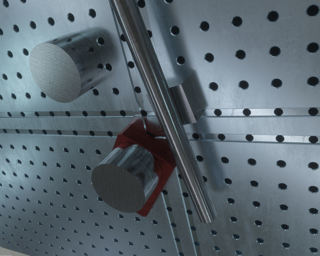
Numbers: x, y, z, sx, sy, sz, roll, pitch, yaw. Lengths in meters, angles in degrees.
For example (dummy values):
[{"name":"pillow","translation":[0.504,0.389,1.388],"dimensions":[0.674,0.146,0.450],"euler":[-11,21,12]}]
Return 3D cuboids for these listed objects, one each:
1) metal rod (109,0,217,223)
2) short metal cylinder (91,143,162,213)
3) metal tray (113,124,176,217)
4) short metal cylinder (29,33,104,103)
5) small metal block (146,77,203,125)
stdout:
[{"name":"metal rod","translation":[0.012,-0.009,0.366],"dimensions":[0.025,0.025,0.299],"euler":[-9,115,32]},{"name":"short metal cylinder","translation":[-0.045,0.067,0.421],"dimensions":[0.080,0.050,0.079],"euler":[13,124,21]},{"name":"metal tray","translation":[-0.034,0.068,0.468],"dimensions":[0.090,0.030,0.129],"euler":[31,128,8]},{"name":"short metal cylinder","translation":[-0.123,-0.080,0.410],"dimensions":[0.080,0.050,0.079],"euler":[13,124,21]},{"name":"small metal block","translation":[0.019,-0.030,0.383],"dimensions":[0.050,0.025,0.050],"euler":[-12,113,33]}]
